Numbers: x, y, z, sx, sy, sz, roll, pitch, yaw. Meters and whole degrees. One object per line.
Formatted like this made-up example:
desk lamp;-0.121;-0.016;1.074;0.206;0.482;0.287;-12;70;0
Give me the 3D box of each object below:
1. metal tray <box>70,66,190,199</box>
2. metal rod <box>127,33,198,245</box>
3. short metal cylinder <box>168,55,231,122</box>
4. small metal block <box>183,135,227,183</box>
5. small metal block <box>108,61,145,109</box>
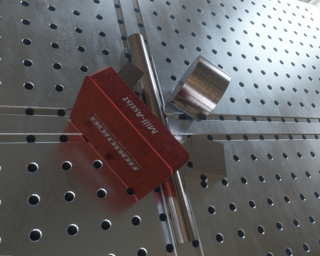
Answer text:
metal tray;-0.039;0.008;0.341;0.130;0.090;0.030;48;51;5
metal rod;-0.004;-0.003;0.409;0.025;0.025;0.299;0;62;-29
short metal cylinder;0.055;-0.056;0.438;0.050;0.080;0.080;33;51;-7
small metal block;0.059;0.043;0.417;0.050;0.025;0.050;14;56;-21
small metal block;-0.050;-0.049;0.395;0.025;0.050;0.050;36;51;-5
